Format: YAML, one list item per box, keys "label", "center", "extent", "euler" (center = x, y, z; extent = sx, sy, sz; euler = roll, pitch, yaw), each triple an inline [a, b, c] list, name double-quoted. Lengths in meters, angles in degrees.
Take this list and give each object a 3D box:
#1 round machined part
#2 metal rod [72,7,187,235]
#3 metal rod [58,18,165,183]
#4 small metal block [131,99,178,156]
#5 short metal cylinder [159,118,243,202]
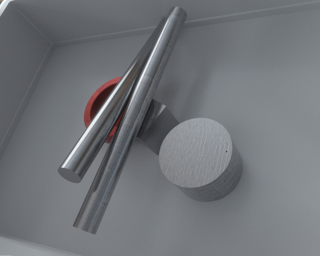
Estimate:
- label: "round machined part"
  center: [-0.053, -0.021, 0.434]
  extent: [0.098, 0.042, 0.098]
  euler: [-13, 56, 20]
- label: "metal rod"
  center: [-0.026, -0.026, 0.369]
  extent: [0.025, 0.025, 0.300]
  euler: [8, 65, 31]
- label: "metal rod"
  center: [-0.039, -0.058, 0.398]
  extent: [0.025, 0.025, 0.301]
  euler: [0, 44, 28]
- label: "small metal block"
  center: [-0.006, 0.000, 0.392]
  extent: [0.025, 0.050, 0.050]
  euler: [32, 80, 37]
- label: "short metal cylinder"
  center: [0.046, 0.036, 0.343]
  extent: [0.080, 0.050, 0.080]
  euler: [-13, 56, 20]
